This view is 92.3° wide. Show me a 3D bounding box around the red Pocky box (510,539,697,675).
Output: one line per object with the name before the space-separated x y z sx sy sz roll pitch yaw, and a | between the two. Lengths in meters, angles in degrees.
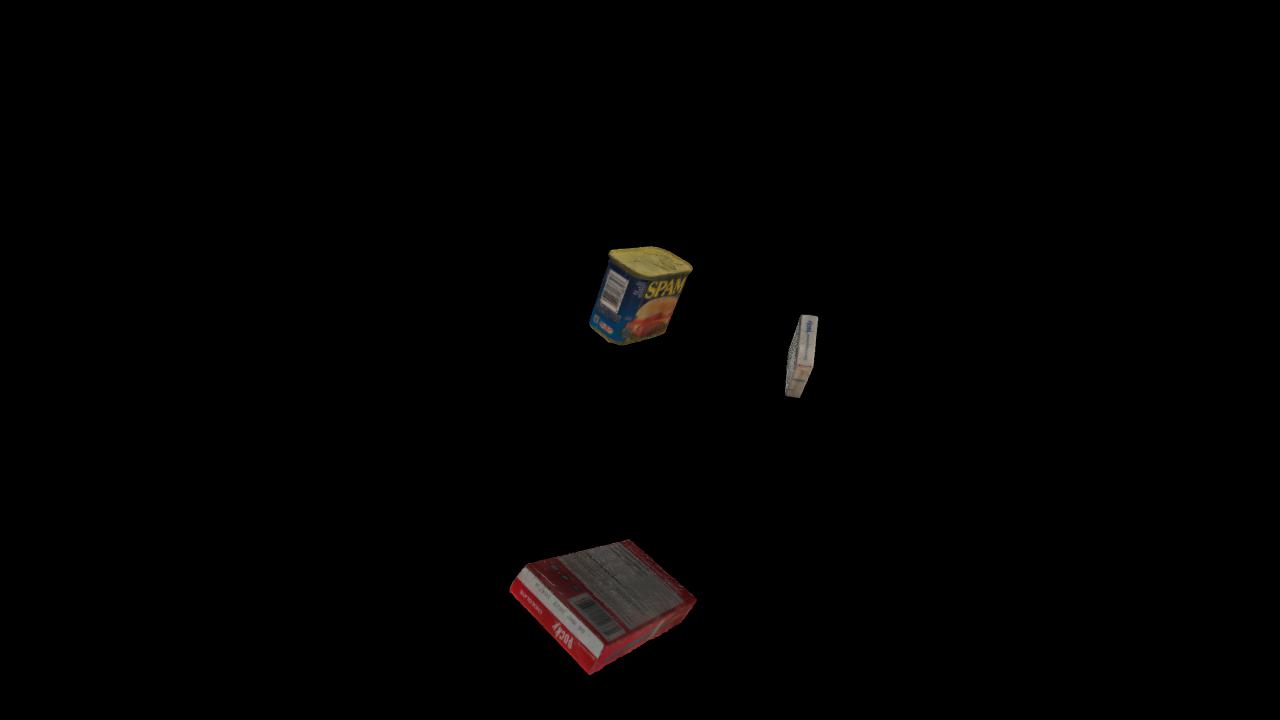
red Pocky box | -0.021 0.181 0.471 0.083 0.028 0.155 34 8 28

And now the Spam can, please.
Spam can | 0.000 -0.069 0.656 0.058 0.085 0.101 37 31 26

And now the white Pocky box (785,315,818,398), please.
white Pocky box | 0.249 -0.003 0.959 0.028 0.084 0.154 7 -20 9
